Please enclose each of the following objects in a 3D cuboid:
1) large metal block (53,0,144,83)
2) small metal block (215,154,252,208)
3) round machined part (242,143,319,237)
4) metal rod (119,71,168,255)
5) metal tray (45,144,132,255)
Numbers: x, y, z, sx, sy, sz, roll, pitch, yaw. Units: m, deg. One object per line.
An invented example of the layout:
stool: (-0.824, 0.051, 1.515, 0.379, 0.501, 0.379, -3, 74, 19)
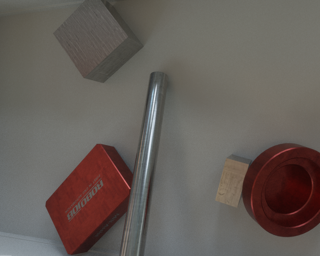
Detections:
large metal block: (-0.084, -0.121, 0.426, 0.080, 0.050, 0.080, -39, 78, 15)
small metal block: (0.088, 0.060, 0.366, 0.025, 0.050, 0.050, 15, 95, 19)
round machined part: (0.135, 0.064, 0.339, 0.099, 0.042, 0.097, -2, 100, -12)
metal rod: (-0.020, 0.066, 0.349, 0.025, 0.025, 0.299, -2, 63, 19)
metal tray: (-0.094, 0.097, 0.427, 0.130, 0.030, 0.090, -47, 60, 13)
